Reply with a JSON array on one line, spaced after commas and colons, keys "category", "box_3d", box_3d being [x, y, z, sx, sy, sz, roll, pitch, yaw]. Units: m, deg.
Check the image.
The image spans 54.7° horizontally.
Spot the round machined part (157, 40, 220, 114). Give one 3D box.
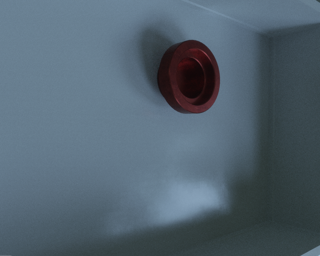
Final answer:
[{"category": "round machined part", "box_3d": [0.035, -0.068, 0.427, 0.099, 0.042, 0.097, 0, 90, -40]}]
